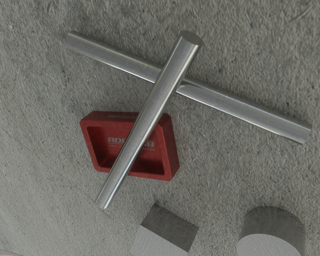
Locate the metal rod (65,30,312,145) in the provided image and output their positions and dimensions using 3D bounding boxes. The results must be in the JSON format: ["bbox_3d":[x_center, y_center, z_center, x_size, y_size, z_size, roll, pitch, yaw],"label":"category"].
[{"bbox_3d":[0.021,-0.053,0.361,0.301,0.025,0.025,24,127,13],"label":"metal rod"}]

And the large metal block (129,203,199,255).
[{"bbox_3d":[0.006,0.180,0.498,0.080,0.050,0.079,27,128,10],"label":"large metal block"}]

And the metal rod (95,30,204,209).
[{"bbox_3d":[-0.029,0.014,0.389,0.025,0.025,0.298,35,129,5],"label":"metal rod"}]

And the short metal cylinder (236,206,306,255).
[{"bbox_3d":[0.146,0.150,0.406,0.080,0.050,0.079,13,124,20],"label":"short metal cylinder"}]

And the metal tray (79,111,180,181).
[{"bbox_3d":[-0.043,0.024,0.439,0.130,0.030,0.089,3,120,26],"label":"metal tray"}]
